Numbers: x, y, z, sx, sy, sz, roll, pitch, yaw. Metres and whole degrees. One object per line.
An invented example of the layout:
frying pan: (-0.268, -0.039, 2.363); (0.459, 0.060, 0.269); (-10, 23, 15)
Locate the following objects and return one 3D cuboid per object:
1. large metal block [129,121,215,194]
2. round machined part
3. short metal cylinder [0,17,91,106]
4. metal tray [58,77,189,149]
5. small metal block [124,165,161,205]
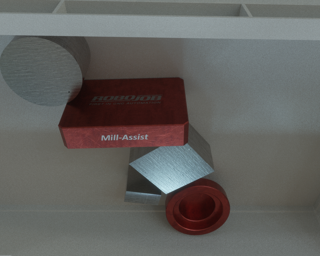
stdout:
large metal block: (0.016, 0.036, 0.423); (0.080, 0.050, 0.080); (-30, 124, 23)
round machined part: (0.057, 0.119, 0.490); (0.099, 0.042, 0.097); (-1, 116, -1)
short metal cylinder: (-0.119, -0.070, 0.331); (0.081, 0.050, 0.079); (0, 130, 0)
metal tray: (-0.036, -0.019, 0.349); (0.131, 0.090, 0.030); (-1, 130, 0)
small metal block: (-0.025, 0.085, 0.465); (0.050, 0.050, 0.025); (9, 130, -8)
